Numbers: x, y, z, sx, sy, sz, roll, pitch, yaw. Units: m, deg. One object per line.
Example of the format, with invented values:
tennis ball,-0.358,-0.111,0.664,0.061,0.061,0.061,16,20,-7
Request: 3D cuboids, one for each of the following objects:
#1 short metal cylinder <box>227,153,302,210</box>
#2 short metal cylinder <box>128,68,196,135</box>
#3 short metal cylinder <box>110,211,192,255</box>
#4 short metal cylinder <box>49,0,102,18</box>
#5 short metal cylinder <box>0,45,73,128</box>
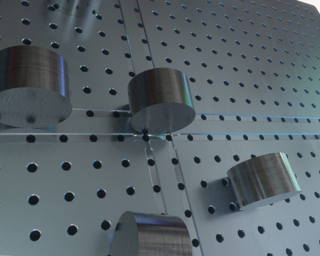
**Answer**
short metal cylinder,0.134,0.071,0.404,0.081,0.080,0.050,-1,62,-29
short metal cylinder,0.001,-0.032,0.394,0.081,0.080,0.050,6,59,-26
short metal cylinder,-0.011,0.122,0.293,0.050,0.080,0.080,13,57,-22
short metal cylinder,-0.122,-0.210,0.456,0.081,0.050,0.080,14,56,-21
short metal cylinder,-0.135,-0.040,0.325,0.081,0.080,0.050,3,61,-27
